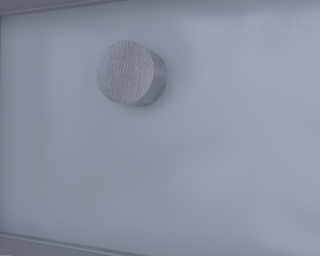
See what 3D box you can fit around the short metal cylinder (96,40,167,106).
[{"bbox_3d":[-0.036,-0.070,0.411,0.080,0.050,0.080,0,90,20],"label":"short metal cylinder"}]
